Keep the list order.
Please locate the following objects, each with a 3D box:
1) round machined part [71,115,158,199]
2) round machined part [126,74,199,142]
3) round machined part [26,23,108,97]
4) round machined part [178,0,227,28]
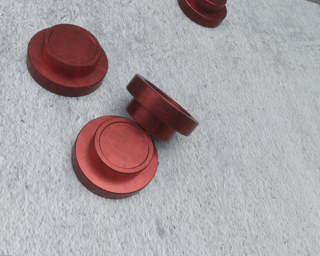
[{"bbox_3d":[-0.046,0.027,0.351,0.099,0.042,0.098,14,56,-21],"label":"round machined part"},{"bbox_3d":[-0.003,-0.020,0.382,0.098,0.042,0.098,38,9,-6],"label":"round machined part"},{"bbox_3d":[-0.112,-0.091,0.388,0.099,0.042,0.098,14,56,-21],"label":"round machined part"},{"bbox_3d":[0.087,-0.241,0.586,0.099,0.042,0.098,14,56,-21],"label":"round machined part"}]
